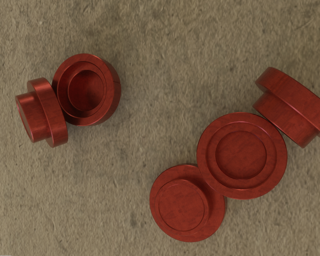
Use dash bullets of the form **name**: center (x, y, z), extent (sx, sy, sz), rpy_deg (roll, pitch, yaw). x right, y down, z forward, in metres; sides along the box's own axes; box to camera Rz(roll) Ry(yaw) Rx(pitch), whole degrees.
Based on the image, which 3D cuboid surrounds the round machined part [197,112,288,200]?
- **round machined part**: center (0.095, 0.032, 0.364), extent (0.098, 0.042, 0.097), rpy_deg (-1, 87, 17)

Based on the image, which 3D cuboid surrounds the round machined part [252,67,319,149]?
- **round machined part**: center (0.136, -0.016, 0.322), extent (0.098, 0.098, 0.042), rpy_deg (43, 103, 14)

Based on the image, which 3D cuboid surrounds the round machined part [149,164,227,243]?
- **round machined part**: center (0.032, 0.095, 0.388), extent (0.098, 0.042, 0.097), rpy_deg (0, 90, 19)

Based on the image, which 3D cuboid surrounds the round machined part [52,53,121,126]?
- **round machined part**: center (-0.098, -0.051, 0.433), extent (0.098, 0.042, 0.097), rpy_deg (0, 90, 19)

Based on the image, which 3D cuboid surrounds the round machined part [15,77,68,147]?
- **round machined part**: center (-0.167, -0.018, 0.428), extent (0.098, 0.042, 0.097), rpy_deg (40, 142, 43)
